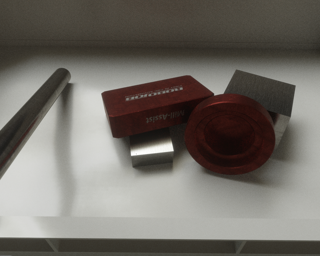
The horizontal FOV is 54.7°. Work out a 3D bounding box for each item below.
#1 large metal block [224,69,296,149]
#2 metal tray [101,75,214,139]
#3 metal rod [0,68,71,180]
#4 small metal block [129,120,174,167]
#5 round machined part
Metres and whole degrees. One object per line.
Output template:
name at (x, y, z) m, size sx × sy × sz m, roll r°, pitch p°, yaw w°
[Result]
large metal block at (0.124, -0.027, 0.403) m, size 0.080 × 0.050 × 0.080 m, roll 19°, pitch 40°, yaw 14°
metal tray at (-0.005, -0.032, 0.407) m, size 0.131 × 0.030 × 0.090 m, roll -13°, pitch 28°, yaw -11°
metal rod at (-0.141, -0.014, 0.338) m, size 0.025 × 0.025 × 0.300 m, roll -2°, pitch 26°, yaw -2°
small metal block at (-0.012, 0.019, 0.389) m, size 0.050 × 0.025 × 0.050 m, roll -6°, pitch 50°, yaw -6°
round machined part at (0.081, 0.004, 0.359) m, size 0.098 × 0.097 × 0.042 m, roll 11°, pitch 34°, yaw 9°
